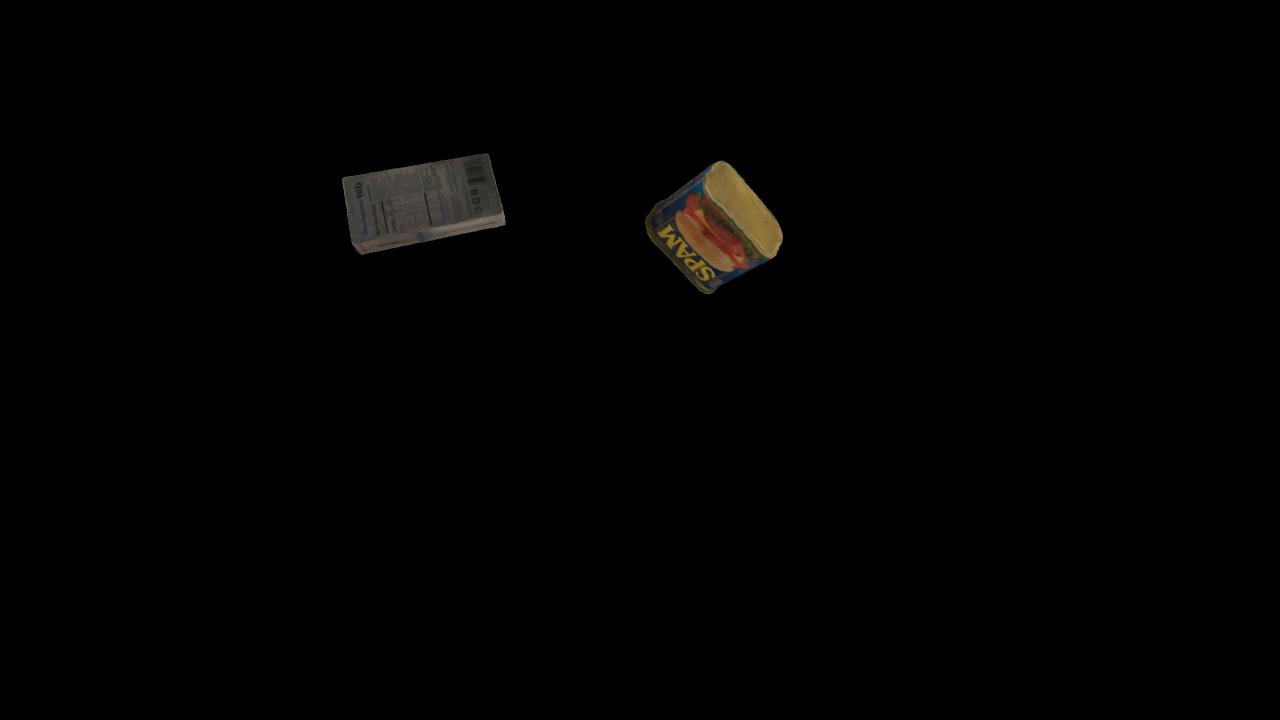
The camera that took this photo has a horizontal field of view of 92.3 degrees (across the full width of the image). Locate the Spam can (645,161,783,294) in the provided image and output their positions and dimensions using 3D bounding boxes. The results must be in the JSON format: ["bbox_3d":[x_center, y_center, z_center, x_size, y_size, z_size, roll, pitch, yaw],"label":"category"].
[{"bbox_3d":[0.070,-0.122,0.575,0.101,0.058,0.085,44,-38,-18],"label":"Spam can"}]

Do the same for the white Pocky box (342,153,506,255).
[{"bbox_3d":[-0.227,-0.167,0.649,0.154,0.084,0.028,-14,-18,-10],"label":"white Pocky box"}]
